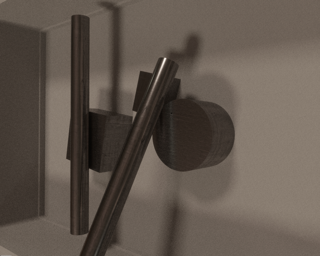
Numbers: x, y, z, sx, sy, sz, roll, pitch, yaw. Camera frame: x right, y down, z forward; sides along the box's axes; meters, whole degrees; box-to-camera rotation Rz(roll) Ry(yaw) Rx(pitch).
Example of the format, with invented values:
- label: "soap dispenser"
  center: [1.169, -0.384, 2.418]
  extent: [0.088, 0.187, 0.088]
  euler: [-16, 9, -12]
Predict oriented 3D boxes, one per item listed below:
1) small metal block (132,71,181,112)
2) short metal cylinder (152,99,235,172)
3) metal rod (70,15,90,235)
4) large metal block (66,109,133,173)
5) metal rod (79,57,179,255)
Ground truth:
- label: "small metal block"
  center: [-0.004, -0.042, 0.392]
  extent: [0.025, 0.050, 0.050]
  euler: [20, 103, 38]
- label: "short metal cylinder"
  center: [0.038, 0.008, 0.358]
  extent: [0.080, 0.050, 0.079]
  euler: [0, 90, 39]
- label: "metal rod"
  center: [-0.111, -0.004, 0.430]
  extent: [0.025, 0.025, 0.298]
  euler: [0, 90, 39]
- label: "large metal block"
  center: [-0.092, 0.015, 0.464]
  extent: [0.080, 0.050, 0.079]
  euler: [13, 98, 39]
- label: "metal rod"
  center: [-0.044, 0.063, 0.337]
  extent: [0.025, 0.025, 0.299]
  euler: [16, 82, 38]
